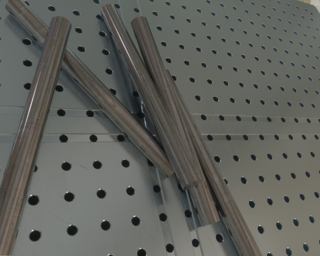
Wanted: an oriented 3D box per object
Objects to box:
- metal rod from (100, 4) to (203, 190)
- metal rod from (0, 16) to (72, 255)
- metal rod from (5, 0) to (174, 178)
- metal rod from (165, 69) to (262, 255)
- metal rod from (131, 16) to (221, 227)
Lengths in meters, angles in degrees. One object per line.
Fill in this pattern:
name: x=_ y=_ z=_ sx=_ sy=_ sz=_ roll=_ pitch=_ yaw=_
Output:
metal rod: x=-0.021 y=-0.058 z=0.414 sx=0.025 sy=0.025 sz=0.299 roll=-8 pitch=60 yaw=-32
metal rod: x=-0.132 y=0.003 z=0.318 sx=0.025 sy=0.025 sz=0.299 roll=15 pitch=61 yaw=-20
metal rod: x=-0.087 y=-0.054 z=0.395 sx=0.300 sy=0.025 sz=0.025 roll=46 pitch=51 yaw=3
metal rod: x=0.062 y=0.050 z=0.412 sx=0.025 sy=0.025 sz=0.299 roll=-12 pitch=68 yaw=-34
metal rod: x=0.015 y=-0.021 z=0.415 sx=0.025 sy=0.025 sz=0.299 roll=-8 pitch=71 yaw=-32
